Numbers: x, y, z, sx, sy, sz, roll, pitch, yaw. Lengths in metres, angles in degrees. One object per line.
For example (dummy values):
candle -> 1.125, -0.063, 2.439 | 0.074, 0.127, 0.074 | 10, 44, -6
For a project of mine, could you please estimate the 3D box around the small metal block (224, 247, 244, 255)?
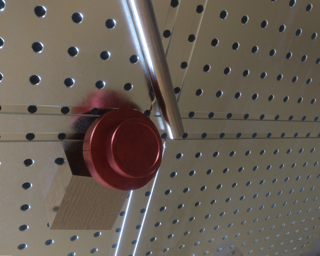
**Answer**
small metal block -> 0.162, 0.299, 0.685 | 0.050, 0.025, 0.050 | -31, 129, -9

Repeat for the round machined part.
round machined part -> -0.036, 0.024, 0.364 | 0.099, 0.042, 0.097 | 6, 79, -35

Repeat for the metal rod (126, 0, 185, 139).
metal rod -> -0.014, -0.107, 0.336 | 0.025, 0.025, 0.299 | -27, 128, -12

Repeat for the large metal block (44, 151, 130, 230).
large metal block -> -0.091, 0.082, 0.396 | 0.081, 0.050, 0.080 | 14, 111, -34
